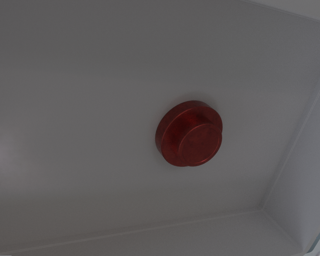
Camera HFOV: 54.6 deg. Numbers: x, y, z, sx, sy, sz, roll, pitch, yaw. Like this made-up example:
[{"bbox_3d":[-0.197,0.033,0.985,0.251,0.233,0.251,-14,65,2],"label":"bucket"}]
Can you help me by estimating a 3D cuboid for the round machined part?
[{"bbox_3d":[0.047,0.014,0.431,0.099,0.042,0.097,-14,124,-21],"label":"round machined part"}]
